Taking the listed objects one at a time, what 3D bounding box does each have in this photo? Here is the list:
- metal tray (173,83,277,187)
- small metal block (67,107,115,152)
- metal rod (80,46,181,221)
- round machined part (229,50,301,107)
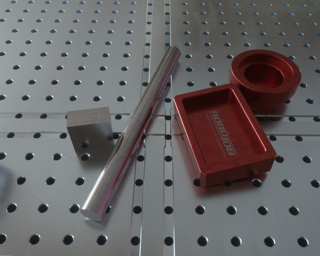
[{"bbox_3d":[0.077,0.004,0.396,0.091,0.030,0.130,-13,51,-5],"label":"metal tray"},{"bbox_3d":[-0.086,0.002,0.388,0.050,0.050,0.025,-7,51,-7],"label":"small metal block"},{"bbox_3d":[-0.025,-0.016,0.420,0.025,0.025,0.300,15,51,12],"label":"metal rod"},{"bbox_3d":[0.151,-0.070,0.457,0.099,0.042,0.098,0,50,0],"label":"round machined part"}]
